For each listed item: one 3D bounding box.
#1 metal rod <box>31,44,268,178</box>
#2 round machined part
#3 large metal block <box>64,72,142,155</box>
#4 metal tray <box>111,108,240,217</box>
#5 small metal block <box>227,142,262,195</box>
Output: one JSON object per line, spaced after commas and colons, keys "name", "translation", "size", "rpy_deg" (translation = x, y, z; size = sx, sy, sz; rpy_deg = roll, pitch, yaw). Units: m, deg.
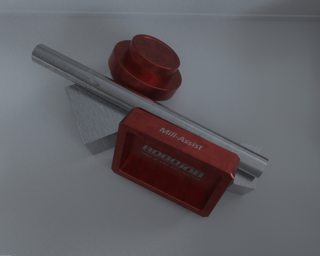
{"name": "metal rod", "translation": [-0.019, -0.024, 0.362], "size": [0.301, 0.025, 0.025], "rpy_deg": [28, 72, 9]}
{"name": "round machined part", "translation": [-0.013, -0.084, 0.402], "size": [0.099, 0.042, 0.098], "rpy_deg": [22, 39, -18]}
{"name": "large metal block", "translation": [-0.066, -0.022, 0.402], "size": [0.080, 0.050, 0.080], "rpy_deg": [-21, 72, -8]}
{"name": "metal tray", "translation": [0.012, 0.042, 0.355], "size": [0.130, 0.089, 0.030], "rpy_deg": [25, 45, 8]}
{"name": "small metal block", "translation": [0.100, 0.051, 0.377], "size": [0.025, 0.050, 0.050], "rpy_deg": [14, 71, 5]}
